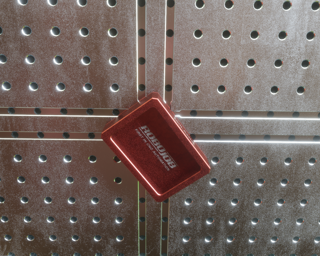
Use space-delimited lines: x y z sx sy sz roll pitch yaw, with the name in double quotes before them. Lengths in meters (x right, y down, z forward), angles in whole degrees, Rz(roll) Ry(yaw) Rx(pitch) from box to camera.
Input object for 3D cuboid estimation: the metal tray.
"metal tray" -0.004 0.029 0.421 0.090 0.030 0.130 -34 107 11
